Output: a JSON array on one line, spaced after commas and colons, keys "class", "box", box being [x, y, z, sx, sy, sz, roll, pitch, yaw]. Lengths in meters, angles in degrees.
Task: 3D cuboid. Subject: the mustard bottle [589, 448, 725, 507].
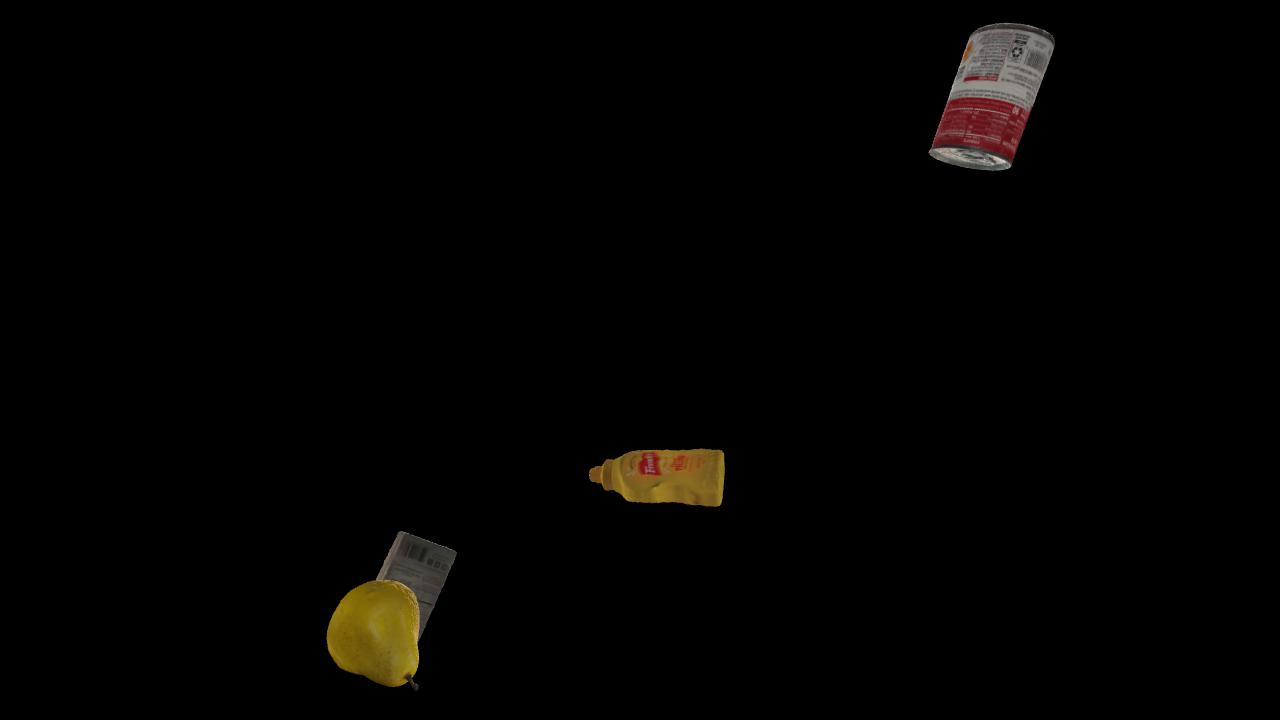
[{"class": "mustard bottle", "box": [0.020, 0.157, 0.832, 0.184, 0.054, 0.092, -1, 34, 12]}]

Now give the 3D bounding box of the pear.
[{"class": "pear", "box": [-0.218, 0.248, 0.529, 0.080, 0.080, 0.111, 0, 34, -48]}]

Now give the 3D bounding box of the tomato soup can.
[{"class": "tomato soup can", "box": [0.299, -0.222, 0.526, 0.068, 0.101, 0.068, 14, 11, -3]}]

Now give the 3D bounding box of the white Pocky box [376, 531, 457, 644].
[{"class": "white Pocky box", "box": [-0.314, 0.315, 0.816, 0.084, 0.154, 0.028, 35, -28, -32]}]
